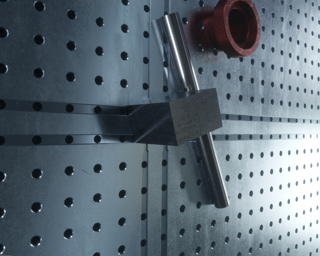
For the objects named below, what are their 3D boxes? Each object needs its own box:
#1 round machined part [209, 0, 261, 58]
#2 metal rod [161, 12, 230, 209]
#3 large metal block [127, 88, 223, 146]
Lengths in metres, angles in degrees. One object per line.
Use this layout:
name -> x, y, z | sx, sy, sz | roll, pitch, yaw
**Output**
round machined part -> 0.117, -0.161, 0.498 | 0.099, 0.042, 0.097 | 0, 90, -40
metal rod -> 0.056, -0.016, 0.458 | 0.025, 0.025, 0.298 | -28, 108, -37
large metal block -> 0.018, -0.015, 0.391 | 0.081, 0.080, 0.050 | -20, 103, -39
